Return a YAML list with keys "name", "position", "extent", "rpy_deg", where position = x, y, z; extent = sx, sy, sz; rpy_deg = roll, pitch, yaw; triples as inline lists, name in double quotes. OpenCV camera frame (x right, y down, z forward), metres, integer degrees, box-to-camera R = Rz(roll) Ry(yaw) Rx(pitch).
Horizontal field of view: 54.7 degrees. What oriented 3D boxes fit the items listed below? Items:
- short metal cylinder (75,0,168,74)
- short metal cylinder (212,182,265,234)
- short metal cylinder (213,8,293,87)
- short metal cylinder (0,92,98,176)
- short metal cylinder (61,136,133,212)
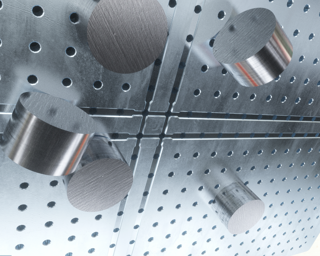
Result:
- name: "short metal cylinder"
  position: [-0.039, -0.101, 0.312]
  extent: [0.081, 0.050, 0.079]
  rpy_deg: [-14, 125, -21]
- name: "short metal cylinder"
  position: [0.143, 0.146, 0.567]
  extent: [0.081, 0.050, 0.079]
  rpy_deg: [-14, 124, -21]
- name: "short metal cylinder"
  position: [0.113, -0.098, 0.379]
  extent: [0.080, 0.080, 0.050]
  rpy_deg: [-49, 129, 6]
- name: "short metal cylinder"
  position: [-0.112, 0.005, 0.318]
  extent: [0.080, 0.080, 0.050]
  rpy_deg: [19, 108, -36]
- name: "short metal cylinder"
  position: [-0.080, 0.057, 0.388]
  extent: [0.081, 0.050, 0.079]
  rpy_deg: [-14, 125, -21]
